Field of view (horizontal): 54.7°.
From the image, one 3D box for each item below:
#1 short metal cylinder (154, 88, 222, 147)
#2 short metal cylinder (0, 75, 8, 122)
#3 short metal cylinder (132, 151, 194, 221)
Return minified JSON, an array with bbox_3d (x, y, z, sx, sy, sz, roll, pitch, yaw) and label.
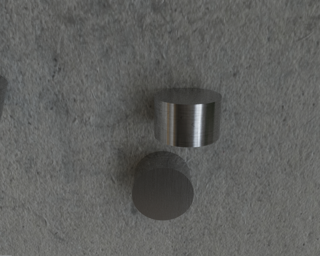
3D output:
[{"bbox_3d":[0.033,-0.015,0.375,0.081,0.080,0.050,0,110,0],"label":"short metal cylinder"},{"bbox_3d":[-0.227,-0.038,0.363,0.080,0.080,0.050,18,109,-7],"label":"short metal cylinder"},{"bbox_3d":[0.004,0.078,0.426,0.081,0.050,0.079,0,110,-1],"label":"short metal cylinder"}]
